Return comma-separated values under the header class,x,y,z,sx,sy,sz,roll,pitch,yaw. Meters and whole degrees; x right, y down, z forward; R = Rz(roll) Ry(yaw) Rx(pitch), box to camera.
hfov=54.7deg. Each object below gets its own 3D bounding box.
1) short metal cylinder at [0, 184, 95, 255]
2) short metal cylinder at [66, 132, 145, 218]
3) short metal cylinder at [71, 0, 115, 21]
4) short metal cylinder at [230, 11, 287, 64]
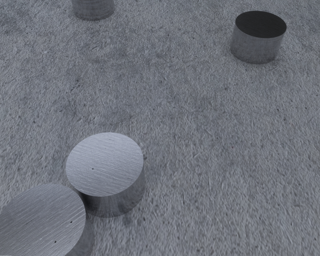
class,x,y,z,sx,sy,sz,roll,pitch,yaw
short metal cylinder,-0.108,0.102,0.301,0.080,0.050,0.080,0,50,0
short metal cylinder,-0.058,0.051,0.343,0.080,0.050,0.080,0,50,0
short metal cylinder,-0.130,-0.250,0.596,0.080,0.050,0.080,0,50,0
short metal cylinder,0.161,-0.151,0.515,0.080,0.050,0.080,0,50,0
